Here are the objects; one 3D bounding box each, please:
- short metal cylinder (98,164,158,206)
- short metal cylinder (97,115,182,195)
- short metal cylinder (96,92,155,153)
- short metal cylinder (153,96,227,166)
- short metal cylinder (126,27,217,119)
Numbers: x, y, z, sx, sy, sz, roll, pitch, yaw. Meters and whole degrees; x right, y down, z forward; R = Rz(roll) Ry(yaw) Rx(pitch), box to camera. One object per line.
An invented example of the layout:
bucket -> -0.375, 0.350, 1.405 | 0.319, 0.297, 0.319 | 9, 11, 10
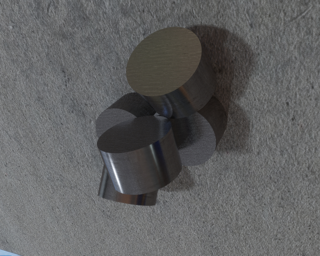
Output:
short metal cylinder -> -0.041, 0.074, 0.430 | 0.080, 0.080, 0.050 | 7, 83, 24
short metal cylinder -> -0.021, 0.027, 0.334 | 0.080, 0.080, 0.050 | -1, 118, 28
short metal cylinder -> -0.037, -0.001, 0.409 | 0.080, 0.050, 0.079 | 13, 124, 20
short metal cylinder -> 0.035, -0.001, 0.371 | 0.080, 0.050, 0.079 | 13, 124, 20
short metal cylinder -> 0.013, -0.056, 0.321 | 0.080, 0.080, 0.050 | 1, 157, 27
